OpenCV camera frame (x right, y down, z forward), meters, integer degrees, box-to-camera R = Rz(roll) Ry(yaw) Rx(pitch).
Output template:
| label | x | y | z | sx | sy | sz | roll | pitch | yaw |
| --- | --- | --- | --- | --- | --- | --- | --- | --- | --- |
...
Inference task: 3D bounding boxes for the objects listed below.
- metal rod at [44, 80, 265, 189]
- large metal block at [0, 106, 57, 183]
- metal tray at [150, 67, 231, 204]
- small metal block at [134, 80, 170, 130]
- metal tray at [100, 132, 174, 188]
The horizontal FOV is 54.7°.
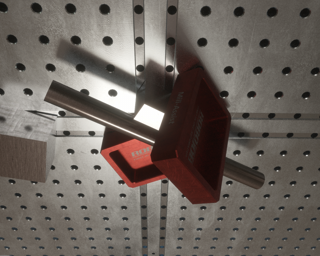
| label | x | y | z | sx | sy | sz | roll | pitch | yaw |
| --- | --- | --- | --- | --- | --- | --- | --- | --- | --- |
| metal rod | 0.009 | 0.017 | 0.386 | 0.302 | 0.025 | 0.025 | 24 | 126 | -20 |
| large metal block | -0.186 | 0.023 | 0.412 | 0.081 | 0.050 | 0.079 | 11 | 129 | -10 |
| metal tray | 0.042 | 0.007 | 0.347 | 0.030 | 0.130 | 0.090 | -14 | 131 | 34 |
| small metal block | -0.002 | -0.025 | 0.374 | 0.050 | 0.050 | 0.025 | 25 | 126 | -20 |
| metal tray | -0.005 | 0.031 | 0.434 | 0.130 | 0.030 | 0.090 | -20 | 128 | 15 |
